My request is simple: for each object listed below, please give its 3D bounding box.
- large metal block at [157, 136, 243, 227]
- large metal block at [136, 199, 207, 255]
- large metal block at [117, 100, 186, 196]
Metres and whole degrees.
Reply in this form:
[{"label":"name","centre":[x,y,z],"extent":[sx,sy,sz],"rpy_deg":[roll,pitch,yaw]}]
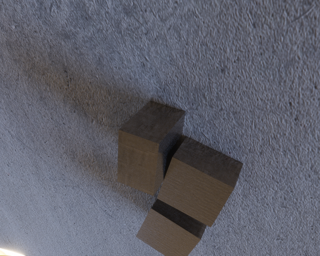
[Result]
[{"label":"large metal block","centre":[0.051,0.070,0.407],"extent":[0.080,0.050,0.079],"rpy_deg":[26,128,11]},{"label":"large metal block","centre":[0.019,0.149,0.473],"extent":[0.080,0.050,0.079],"rpy_deg":[30,128,8]},{"label":"large metal block","centre":[-0.010,0.023,0.391],"extent":[0.050,0.080,0.079],"rpy_deg":[19,126,17]}]
